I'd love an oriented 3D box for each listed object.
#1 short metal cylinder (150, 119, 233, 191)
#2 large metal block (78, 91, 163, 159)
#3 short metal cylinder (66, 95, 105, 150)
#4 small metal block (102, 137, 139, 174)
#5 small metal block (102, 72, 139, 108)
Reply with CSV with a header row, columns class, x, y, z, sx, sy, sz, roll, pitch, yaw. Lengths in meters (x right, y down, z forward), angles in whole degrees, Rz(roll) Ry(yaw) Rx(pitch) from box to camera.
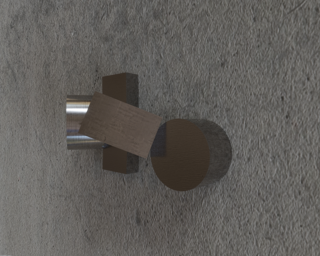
class,x,y,z,sx,sy,sz,roll,pitch,yaw
short metal cylinder,0.036,0.029,0.359,0.080,0.050,0.079,0,90,39
large metal block,-0.047,-0.002,0.383,0.080,0.080,0.050,21,87,-5
short metal cylinder,-0.109,-0.008,0.454,0.080,0.050,0.079,180,89,-75
small metal block,-0.057,0.037,0.450,0.050,0.025,0.050,4,92,39
small metal block,-0.058,-0.051,0.451,0.050,0.025,0.050,-1,89,39
